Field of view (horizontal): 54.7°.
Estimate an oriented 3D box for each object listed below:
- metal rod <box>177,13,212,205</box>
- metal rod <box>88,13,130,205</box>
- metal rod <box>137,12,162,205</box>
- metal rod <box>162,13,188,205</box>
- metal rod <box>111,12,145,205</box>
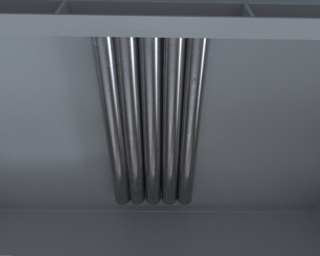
[{"bbox_3d":[0.040,0.002,0.409,0.025,0.025,0.298,0,130,0],"label":"metal rod"},{"bbox_3d":[-0.060,0.002,0.408,0.025,0.025,0.298,0,130,0],"label":"metal rod"},{"bbox_3d":[-0.011,0.001,0.408,0.025,0.025,0.298,0,130,0],"label":"metal rod"},{"bbox_3d":[0.015,0.002,0.409,0.025,0.025,0.298,0,130,0],"label":"metal rod"},{"bbox_3d":[-0.036,0.001,0.408,0.025,0.025,0.298,0,130,0],"label":"metal rod"}]
